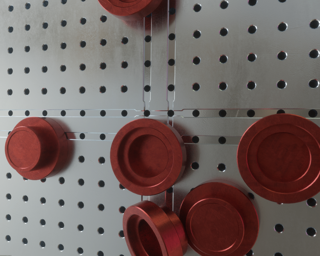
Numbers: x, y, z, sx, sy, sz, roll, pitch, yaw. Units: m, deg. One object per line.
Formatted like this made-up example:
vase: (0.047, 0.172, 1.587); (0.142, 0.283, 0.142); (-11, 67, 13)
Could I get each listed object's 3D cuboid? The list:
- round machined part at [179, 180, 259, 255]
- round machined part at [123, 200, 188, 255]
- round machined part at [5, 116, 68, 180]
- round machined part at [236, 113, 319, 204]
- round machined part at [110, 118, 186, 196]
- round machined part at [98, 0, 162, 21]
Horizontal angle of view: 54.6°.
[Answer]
round machined part: (0.070, 0.115, 0.379); (0.098, 0.042, 0.097); (0, 90, 20)
round machined part: (-0.003, 0.137, 0.389); (0.098, 0.042, 0.097); (24, 121, 47)
round machined part: (-0.195, 0.031, 0.473); (0.098, 0.042, 0.097); (0, 90, 20)
round machined part: (0.140, 0.033, 0.354); (0.098, 0.042, 0.097); (0, 90, 20)
round machined part: (-0.012, 0.036, 0.408); (0.098, 0.042, 0.097); (0, 90, 20)
round machined part: (-0.035, -0.193, 0.416); (0.098, 0.042, 0.097); (0, 90, 20)
